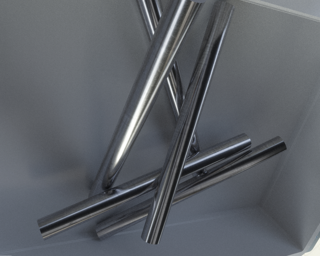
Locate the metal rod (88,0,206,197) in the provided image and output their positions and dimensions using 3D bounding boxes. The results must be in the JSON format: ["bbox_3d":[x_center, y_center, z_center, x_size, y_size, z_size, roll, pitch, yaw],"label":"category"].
[{"bbox_3d":[-0.032,-0.001,0.320,0.025,0.025,0.298,-1,141,-28],"label":"metal rod"}]

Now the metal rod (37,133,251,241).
[{"bbox_3d":[-0.003,0.067,0.407,0.302,0.025,0.025,-20,126,-22],"label":"metal rod"}]

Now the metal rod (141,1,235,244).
[{"bbox_3d":[0.032,-0.001,0.377,0.025,0.025,0.298,13,97,-34],"label":"metal rod"}]

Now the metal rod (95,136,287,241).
[{"bbox_3d":[0.046,0.088,0.459,0.301,0.025,0.025,-26,128,-1],"label":"metal rod"}]

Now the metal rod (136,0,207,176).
[{"bbox_3d":[0.023,-0.036,0.398,0.025,0.025,0.299,-28,128,-10],"label":"metal rod"}]
